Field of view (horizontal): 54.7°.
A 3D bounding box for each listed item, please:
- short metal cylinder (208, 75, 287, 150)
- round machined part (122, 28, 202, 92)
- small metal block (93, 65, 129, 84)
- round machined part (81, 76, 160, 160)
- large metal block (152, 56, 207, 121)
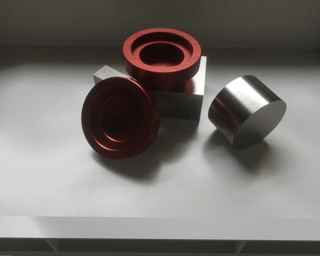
[{"bbox_3d":[0.108,-0.019,0.386,0.081,0.080,0.050,-23,54,-19],"label":"short metal cylinder"},{"bbox_3d":[0.002,-0.084,0.399,0.099,0.042,0.098,1,48,-1],"label":"round machined part"},{"bbox_3d":[-0.062,-0.052,0.432,0.050,0.050,0.025,29,56,22],"label":"small metal block"},{"bbox_3d":[-0.044,-0.012,0.381,0.098,0.097,0.042,28,12,21],"label":"round machined part"},{"bbox_3d":[0.021,-0.061,0.440,0.080,0.050,0.080,6,50,5],"label":"large metal block"}]
